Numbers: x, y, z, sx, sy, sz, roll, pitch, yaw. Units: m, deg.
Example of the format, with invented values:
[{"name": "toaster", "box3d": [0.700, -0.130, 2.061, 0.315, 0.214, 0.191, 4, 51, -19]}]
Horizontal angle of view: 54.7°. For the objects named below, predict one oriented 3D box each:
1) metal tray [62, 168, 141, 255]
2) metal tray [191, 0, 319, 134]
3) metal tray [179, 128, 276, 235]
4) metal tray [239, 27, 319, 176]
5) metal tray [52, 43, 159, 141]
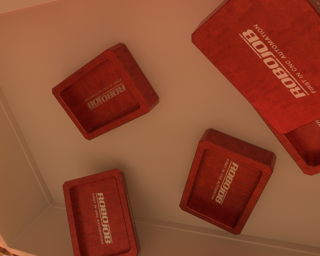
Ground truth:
[{"name": "metal tray", "box3d": [-0.088, 0.135, 0.466, 0.090, 0.030, 0.129, -15, 75, -1]}, {"name": "metal tray", "box3d": [0.103, -0.062, 0.264, 0.130, 0.030, 0.090, 43, 136, -13]}, {"name": "metal tray", "box3d": [0.083, 0.073, 0.406, 0.090, 0.030, 0.129, 22, 127, 14]}, {"name": "metal tray", "box3d": [0.154, -0.022, 0.310, 0.090, 0.030, 0.130, -33, 100, 38]}, {"name": "metal tray", "box3d": [-0.076, -0.044, 0.418, 0.130, 0.030, 0.090, -23, 106, 36]}]
